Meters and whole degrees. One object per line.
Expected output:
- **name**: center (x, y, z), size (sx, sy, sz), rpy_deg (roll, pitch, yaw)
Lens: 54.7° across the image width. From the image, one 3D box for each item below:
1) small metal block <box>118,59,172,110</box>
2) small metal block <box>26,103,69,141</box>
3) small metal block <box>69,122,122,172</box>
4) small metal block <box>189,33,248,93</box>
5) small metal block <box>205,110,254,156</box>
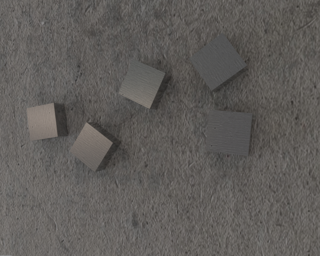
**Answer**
- **small metal block**: center (-0.020, -0.058, 0.416), size (0.050, 0.025, 0.050), rpy_deg (27, 99, 18)
- **small metal block**: center (-0.170, -0.009, 0.469), size (0.050, 0.025, 0.050), rpy_deg (-9, 87, 19)
- **small metal block**: center (-0.092, 0.026, 0.441), size (0.050, 0.025, 0.050), rpy_deg (36, 101, 16)
- **small metal block**: center (0.073, -0.079, 0.383), size (0.050, 0.025, 0.050), rpy_deg (-36, 79, 16)
- **small metal block**: center (0.085, 0.005, 0.379), size (0.050, 0.025, 0.050), rpy_deg (6, 92, 19)
